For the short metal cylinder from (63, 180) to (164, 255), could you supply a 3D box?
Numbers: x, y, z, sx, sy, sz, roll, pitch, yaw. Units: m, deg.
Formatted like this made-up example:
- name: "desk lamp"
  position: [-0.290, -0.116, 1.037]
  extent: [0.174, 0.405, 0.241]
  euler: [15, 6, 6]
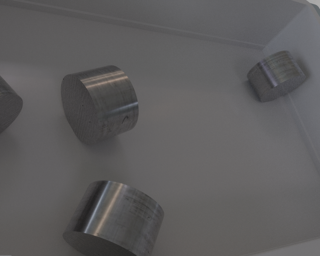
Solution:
- name: "short metal cylinder"
  position: [-0.042, 0.093, 0.291]
  extent: [0.080, 0.080, 0.050]
  euler: [30, 52, -9]

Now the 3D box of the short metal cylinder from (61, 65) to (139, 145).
- name: "short metal cylinder"
  position: [-0.069, -0.026, 0.349]
  extent: [0.050, 0.080, 0.080]
  euler: [-23, 74, -36]

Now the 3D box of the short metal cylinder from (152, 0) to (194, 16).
- name: "short metal cylinder"
  position: [0.027, -0.252, 0.560]
  extent: [0.081, 0.050, 0.080]
  euler: [14, 56, -21]

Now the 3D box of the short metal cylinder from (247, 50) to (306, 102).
- name: "short metal cylinder"
  position: [0.197, -0.087, 0.529]
  extent: [0.081, 0.080, 0.050]
  euler: [-12, 68, -33]

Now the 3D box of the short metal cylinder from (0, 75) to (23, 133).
- name: "short metal cylinder"
  position: [-0.179, -0.021, 0.287]
  extent: [0.050, 0.080, 0.080]
  euler: [47, 51, 4]
